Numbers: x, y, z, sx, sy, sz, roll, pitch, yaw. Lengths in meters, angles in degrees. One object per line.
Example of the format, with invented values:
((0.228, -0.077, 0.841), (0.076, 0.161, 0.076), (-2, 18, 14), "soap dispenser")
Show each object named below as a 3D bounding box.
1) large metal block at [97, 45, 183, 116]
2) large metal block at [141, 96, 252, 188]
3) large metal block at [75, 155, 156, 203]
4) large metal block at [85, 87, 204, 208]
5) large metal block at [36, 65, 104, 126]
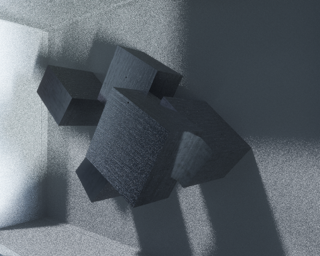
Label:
((-0.029, -0.054, 0.414), (0.080, 0.050, 0.079), (38, 113, 33), "large metal block")
((0.039, 0.013, 0.339), (0.080, 0.081, 0.050), (50, 120, 28), "large metal block")
((-0.051, 0.049, 0.413), (0.080, 0.081, 0.050), (-50, 61, 28), "large metal block")
((-0.018, 0.016, 0.301), (0.080, 0.050, 0.079), (39, 114, 33), "large metal block")
((-0.128, -0.048, 0.477), (0.080, 0.081, 0.050), (49, 119, 29), "large metal block")
